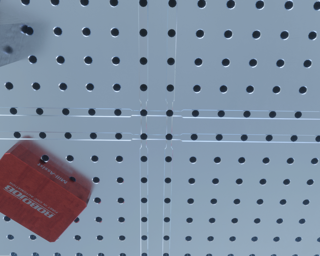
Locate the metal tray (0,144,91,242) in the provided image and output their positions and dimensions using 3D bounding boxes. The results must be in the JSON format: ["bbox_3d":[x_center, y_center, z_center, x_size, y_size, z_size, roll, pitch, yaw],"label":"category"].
[{"bbox_3d":[-0.179,0.096,0.444,0.130,0.030,0.090,38,106,-13],"label":"metal tray"}]

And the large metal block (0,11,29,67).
[{"bbox_3d":[-0.207,-0.108,0.342,0.080,0.080,0.050,21,109,-8],"label":"large metal block"}]
